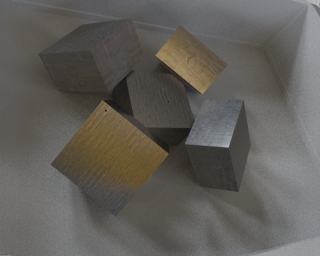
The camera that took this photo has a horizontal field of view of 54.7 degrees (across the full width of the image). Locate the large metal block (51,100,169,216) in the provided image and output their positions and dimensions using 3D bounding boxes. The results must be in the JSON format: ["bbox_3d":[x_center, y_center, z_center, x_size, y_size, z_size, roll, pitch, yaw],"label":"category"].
[{"bbox_3d":[-0.047,0.027,0.319,0.080,0.050,0.080,39,95,-2],"label":"large metal block"}]

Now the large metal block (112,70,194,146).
[{"bbox_3d":[-0.010,-0.024,0.395,0.081,0.050,0.080,1,62,-28],"label":"large metal block"}]

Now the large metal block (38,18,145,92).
[{"bbox_3d":[-0.078,-0.086,0.368,0.080,0.080,0.050,-54,137,-39],"label":"large metal block"}]

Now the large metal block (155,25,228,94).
[{"bbox_3d":[0.044,-0.093,0.441,0.080,0.050,0.080,39,8,-1],"label":"large metal block"}]

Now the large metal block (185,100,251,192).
[{"bbox_3d":[0.077,0.021,0.388,0.080,0.050,0.080,-62,144,-39],"label":"large metal block"}]
